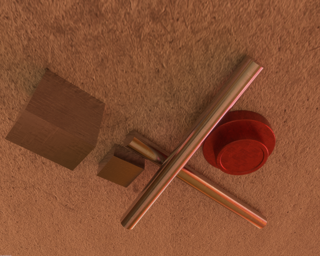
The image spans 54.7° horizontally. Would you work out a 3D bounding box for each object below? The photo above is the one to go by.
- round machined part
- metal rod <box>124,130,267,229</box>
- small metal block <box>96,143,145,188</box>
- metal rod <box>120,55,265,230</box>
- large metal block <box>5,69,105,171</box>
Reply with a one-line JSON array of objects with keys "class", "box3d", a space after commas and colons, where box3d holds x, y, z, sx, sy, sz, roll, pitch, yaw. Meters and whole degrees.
[{"class": "round machined part", "box3d": [0.107, 0.027, 0.421, 0.099, 0.042, 0.097, -1, 130, 0]}, {"class": "metal rod", "box3d": [0.069, 0.090, 0.485, 0.301, 0.025, 0.025, 35, 122, -27]}, {"class": "small metal block", "box3d": [-0.057, 0.056, 0.454, 0.050, 0.025, 0.050, 28, 125, -22]}, {"class": "metal rod", "box3d": [0.029, 0.035, 0.410, 0.025, 0.025, 0.298, 25, 117, -20]}, {"class": "large metal block", "box3d": [-0.117, -0.010, 0.361, 0.080, 0.080, 0.050, 32, 123, -25]}]
